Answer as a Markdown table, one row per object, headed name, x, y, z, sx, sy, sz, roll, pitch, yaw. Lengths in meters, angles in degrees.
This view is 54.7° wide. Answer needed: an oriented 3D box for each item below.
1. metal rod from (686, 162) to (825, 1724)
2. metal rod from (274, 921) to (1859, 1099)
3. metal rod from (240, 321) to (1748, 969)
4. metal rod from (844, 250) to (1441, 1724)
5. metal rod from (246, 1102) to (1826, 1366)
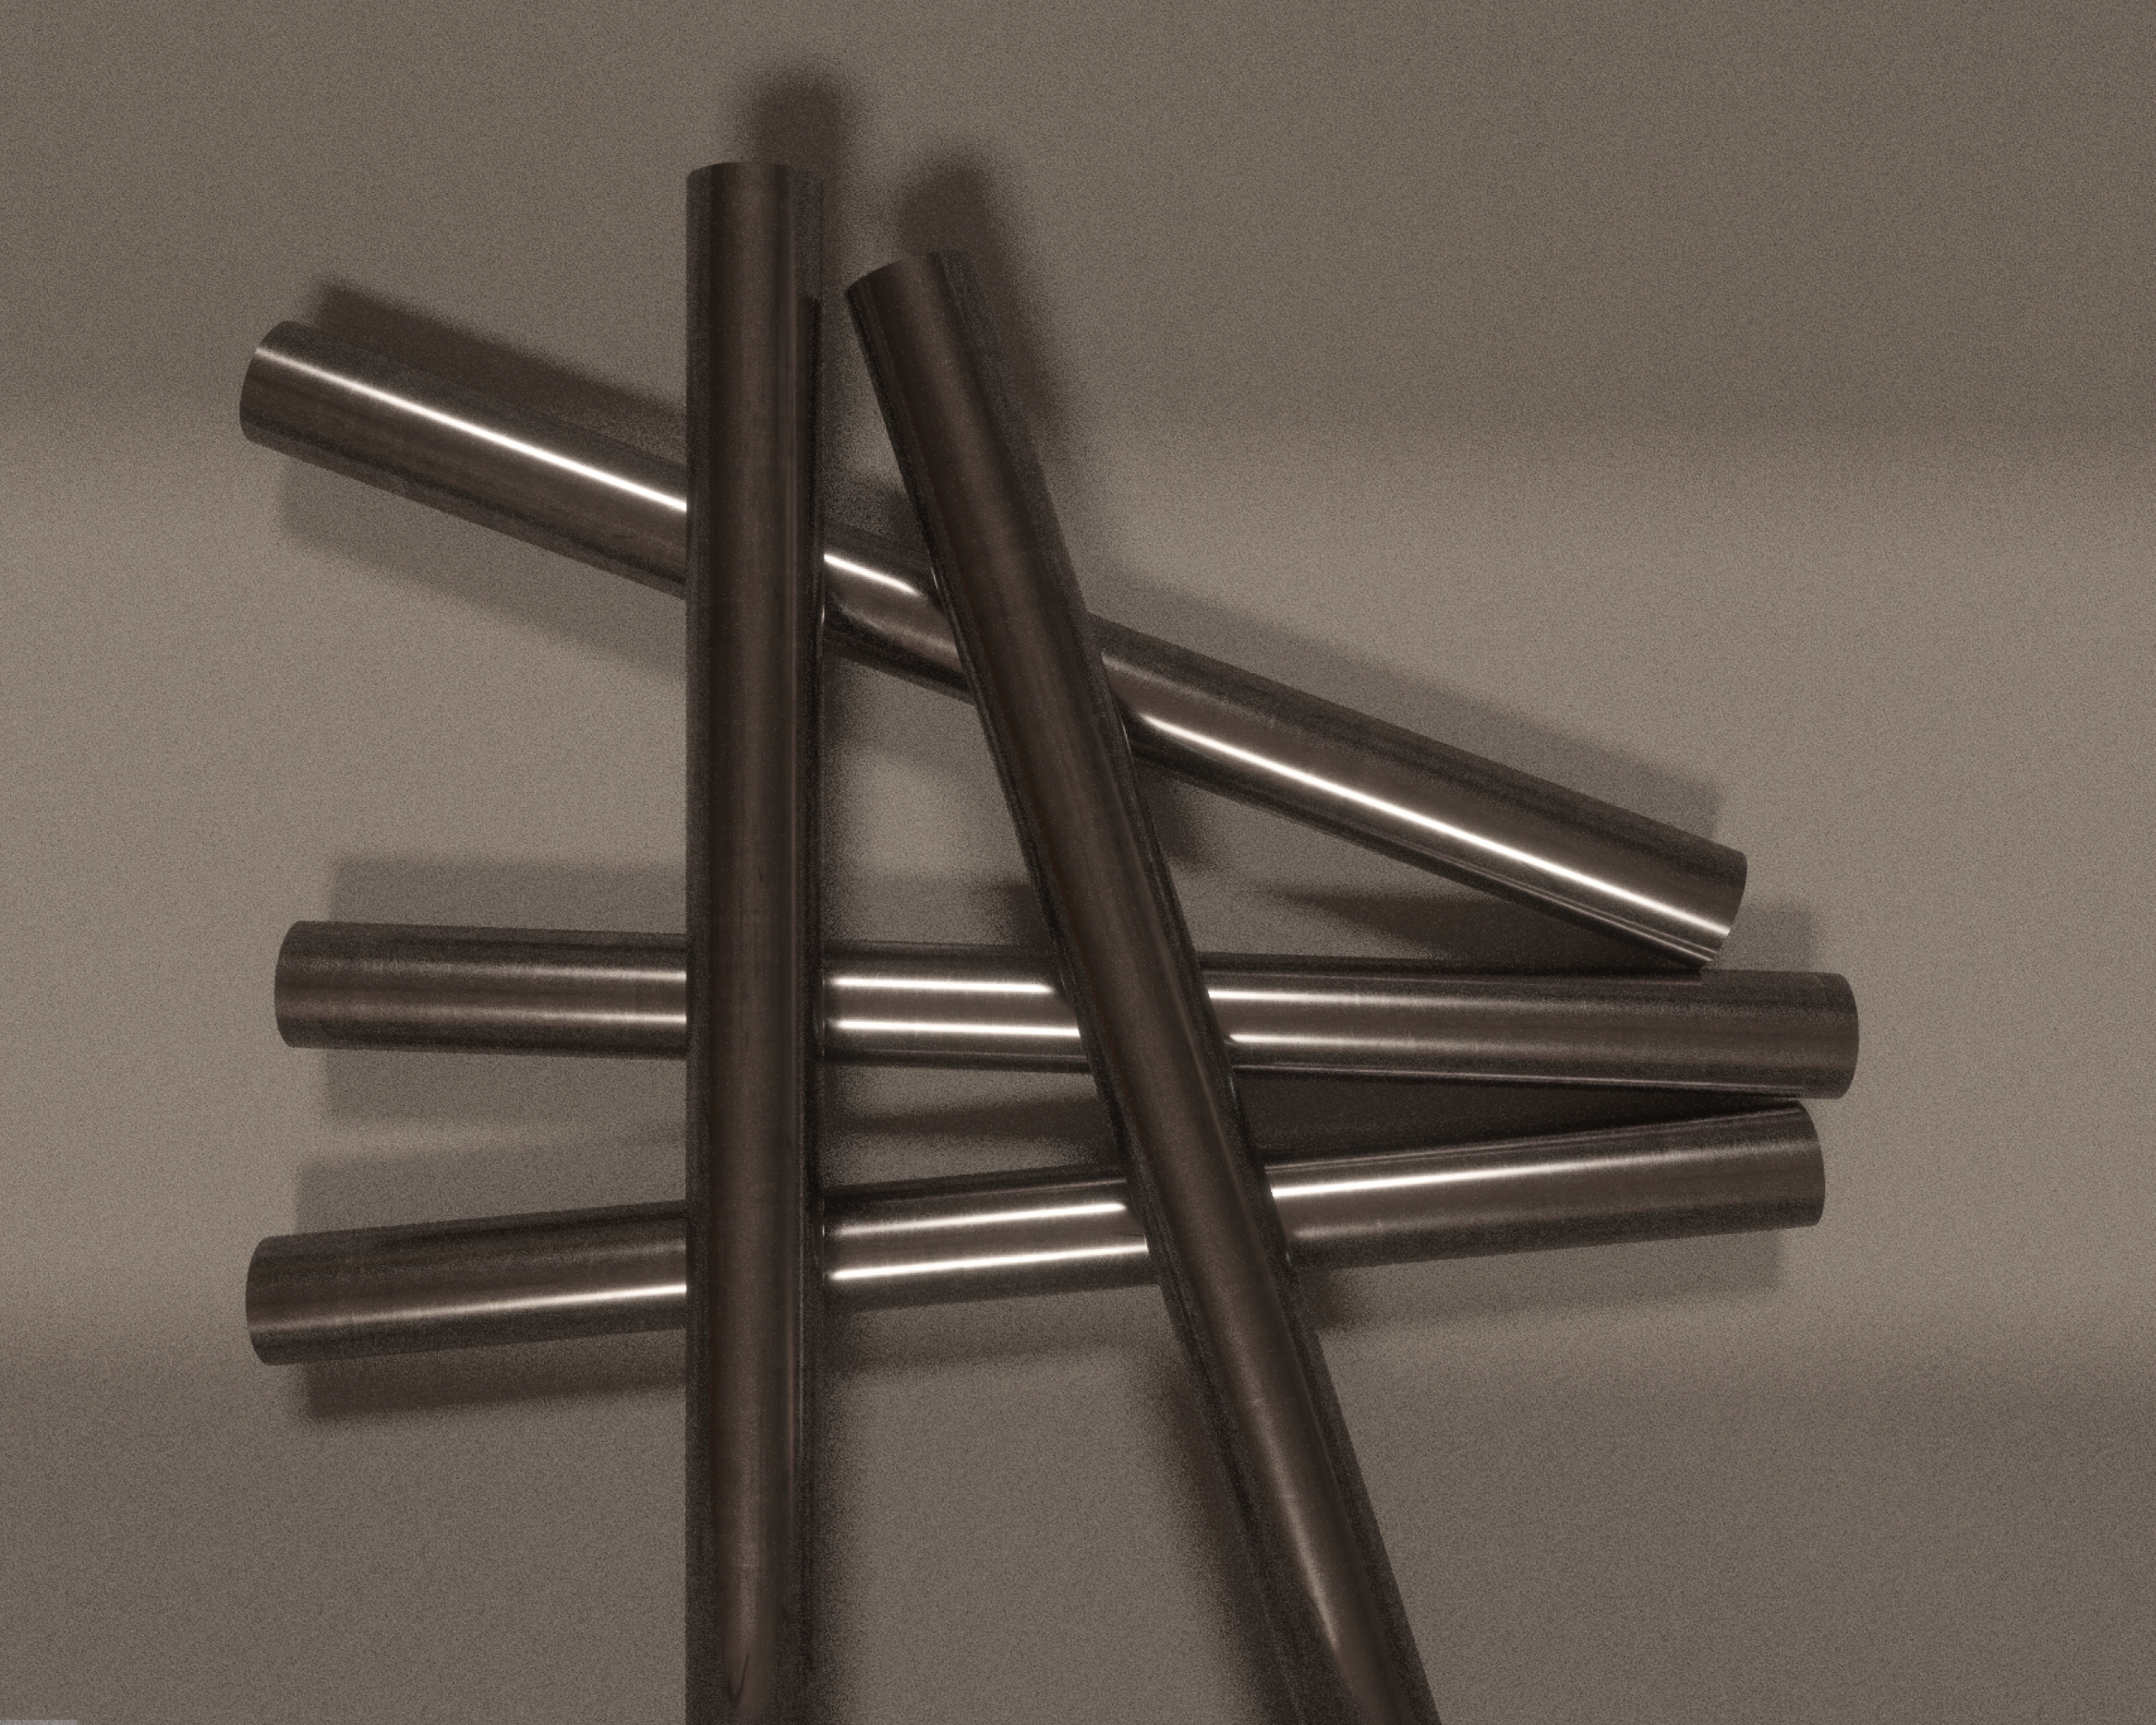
| name | x | y | z | sx | sy | sz | roll | pitch | yaw |
| --- | --- | --- | --- | --- | --- | --- | --- | --- | --- |
| metal rod | -0.059 | 0.024 | 0.383 | 0.025 | 0.025 | 0.298 | 0 | 90 | -1 |
| metal rod | -0.001 | 0.029 | 0.409 | 0.302 | 0.025 | 0.025 | 2 | 90 | -1 |
| metal rod | -0.016 | -0.042 | 0.409 | 0.302 | 0.025 | 0.025 | 20 | 90 | -1 |
| metal rod | 0.014 | 0.034 | 0.385 | 0.025 | 0.025 | 0.298 | -18 | 90 | 0 |
| metal rod | -0.007 | 0.073 | 0.410 | 0.302 | 0.025 | 0.025 | -5 | 90 | -1 |
